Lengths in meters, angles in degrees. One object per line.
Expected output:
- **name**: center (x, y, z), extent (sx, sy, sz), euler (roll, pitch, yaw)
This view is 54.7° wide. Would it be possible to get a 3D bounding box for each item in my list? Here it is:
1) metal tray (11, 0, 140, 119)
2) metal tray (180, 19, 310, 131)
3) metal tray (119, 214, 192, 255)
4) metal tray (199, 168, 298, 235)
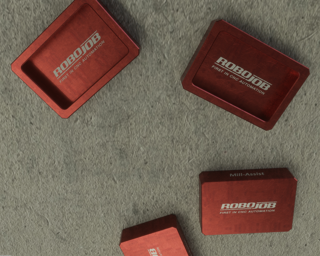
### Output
- **metal tray**: center (-0.099, -0.085, 0.374), extent (0.130, 0.030, 0.090), euler (-39, 106, 13)
- **metal tray**: center (0.103, -0.064, 0.384), extent (0.131, 0.030, 0.089), euler (26, 108, -10)
- **metal tray**: center (0.003, 0.205, 0.483), extent (0.090, 0.030, 0.129), euler (-20, 109, 7)
- **metal tray**: center (0.123, 0.107, 0.447), extent (0.131, 0.030, 0.089), euler (-3, 110, 1)
